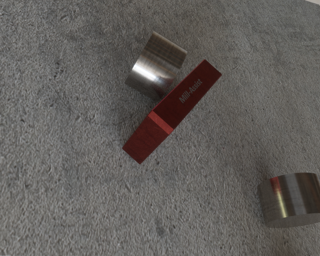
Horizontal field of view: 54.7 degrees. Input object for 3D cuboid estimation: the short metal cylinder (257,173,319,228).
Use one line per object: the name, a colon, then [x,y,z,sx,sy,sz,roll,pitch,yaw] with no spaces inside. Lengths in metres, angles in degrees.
short metal cylinder: [0.173,0.096,0.403,0.081,0.080,0.050,9,58,-24]

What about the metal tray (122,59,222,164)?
metal tray: [0.016,-0.021,0.383,0.030,0.090,0.131,43,51,1]

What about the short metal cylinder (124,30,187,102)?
short metal cylinder: [-0.006,-0.082,0.415,0.050,0.080,0.080,29,52,-10]
